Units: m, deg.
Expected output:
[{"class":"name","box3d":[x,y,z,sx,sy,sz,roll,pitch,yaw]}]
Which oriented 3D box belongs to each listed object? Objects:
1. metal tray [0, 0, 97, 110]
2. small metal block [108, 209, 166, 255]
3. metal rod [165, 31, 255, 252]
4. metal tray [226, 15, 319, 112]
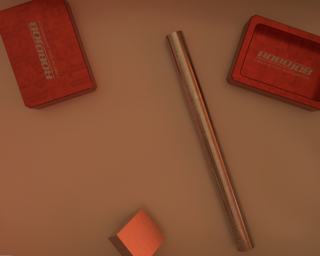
[{"class":"metal tray","box3d":[-0.147,-0.099,0.407,0.090,0.030,0.129,-19,90,-1]},{"class":"small metal block","box3d":[-0.029,0.142,0.397,0.050,0.025,0.050,52,46,0]},{"class":"metal rod","box3d":[0.066,0.017,0.412,0.025,0.025,0.298,-19,90,0]},{"class":"metal tray","box3d":[0.166,-0.084,0.411,0.131,0.030,0.090,19,90,-1]}]
